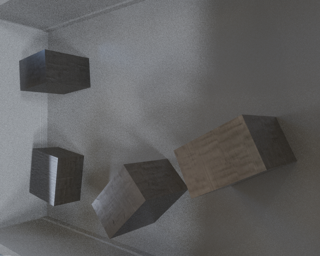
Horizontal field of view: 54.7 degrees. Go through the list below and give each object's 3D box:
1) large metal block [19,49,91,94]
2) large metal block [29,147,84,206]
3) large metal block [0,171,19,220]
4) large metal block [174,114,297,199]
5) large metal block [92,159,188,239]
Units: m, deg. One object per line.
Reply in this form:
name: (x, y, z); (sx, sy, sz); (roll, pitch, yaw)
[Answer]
large metal block: (-0.175, -0.090, 0.515); (0.080, 0.081, 0.050); (-6, 86, 40)
large metal block: (-0.181, 0.081, 0.540); (0.080, 0.050, 0.079); (11, 97, 39)
large metal block: (-0.372, 0.156, 0.701); (0.080, 0.050, 0.080); (-49, 61, 28)
large metal block: (0.075, 0.028, 0.309); (0.080, 0.081, 0.050); (-31, 71, 35)
large metal block: (-0.025, 0.087, 0.392); (0.080, 0.081, 0.050); (-51, 60, 28)
